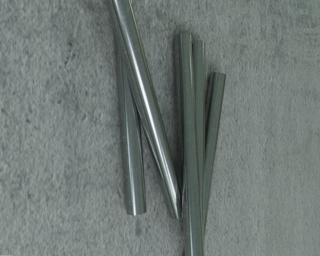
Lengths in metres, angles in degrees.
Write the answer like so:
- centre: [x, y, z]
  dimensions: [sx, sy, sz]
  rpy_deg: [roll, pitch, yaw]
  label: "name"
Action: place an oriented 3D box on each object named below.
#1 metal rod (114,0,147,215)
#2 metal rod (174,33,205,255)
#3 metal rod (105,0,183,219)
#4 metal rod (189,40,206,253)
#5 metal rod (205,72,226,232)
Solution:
- centre: [-0.038, -0.045, 0.374]
  dimensions: [0.025, 0.025, 0.298]
  rpy_deg: [-6, 94, -40]
  label: "metal rod"
- centre: [0.038, 0.020, 0.415]
  dimensions: [0.025, 0.025, 0.298]
  rpy_deg: [4, 81, -40]
  label: "metal rod"
- centre: [-0.011, -0.014, 0.367]
  dimensions: [0.025, 0.025, 0.298]
  rpy_deg: [-34, 120, -35]
  label: "metal rod"
- centre: [0.051, 0.025, 0.437]
  dimensions: [0.025, 0.025, 0.298]
  rpy_deg: [6, 83, -40]
  label: "metal rod"
- centre: [0.068, 0.063, 0.463]
  dimensions: [0.025, 0.025, 0.298]
  rpy_deg: [15, 80, -39]
  label: "metal rod"
